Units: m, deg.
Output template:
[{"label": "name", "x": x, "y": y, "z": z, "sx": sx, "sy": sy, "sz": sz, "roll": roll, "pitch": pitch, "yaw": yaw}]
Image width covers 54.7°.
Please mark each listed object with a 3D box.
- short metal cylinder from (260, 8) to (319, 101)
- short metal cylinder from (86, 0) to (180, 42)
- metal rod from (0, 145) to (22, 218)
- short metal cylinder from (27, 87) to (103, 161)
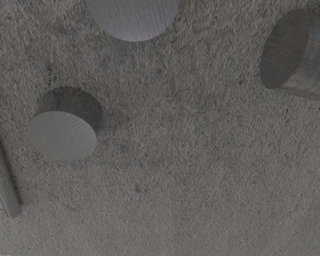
[{"label": "short metal cylinder", "x": 0.145, "y": -0.072, "z": 0.311, "sx": 0.050, "sy": 0.080, "sz": 0.079, "roll": 13, "pitch": 129, "yaw": -11}, {"label": "short metal cylinder", "x": -0.023, "y": -0.127, "z": 0.282, "sx": 0.081, "sy": 0.050, "sz": 0.079, "roll": 0, "pitch": 130, "yaw": 0}, {"label": "metal rod", "x": -0.235, "y": 0.029, "z": 0.429, "sx": 0.025, "sy": 0.025, "sz": 0.298, "roll": 4, "pitch": 130, "yaw": -3}, {"label": "short metal cylinder", "x": -0.115, "y": -0.004, "z": 0.386, "sx": 0.081, "sy": 0.050, "sz": 0.079, "roll": 0, "pitch": 130, "yaw": 0}]
